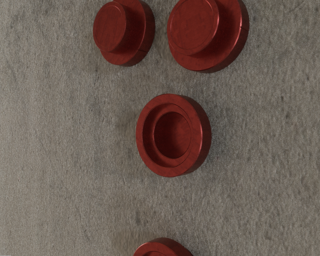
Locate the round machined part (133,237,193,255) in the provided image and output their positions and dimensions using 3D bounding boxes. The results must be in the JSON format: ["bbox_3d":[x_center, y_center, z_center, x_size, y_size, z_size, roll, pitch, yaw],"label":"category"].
[{"bbox_3d":[0.012,0.185,0.382,0.098,0.042,0.097,0,90,39],"label":"round machined part"}]

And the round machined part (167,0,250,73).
[{"bbox_3d":[0.047,-0.114,0.354,0.098,0.042,0.097,0,90,39],"label":"round machined part"}]

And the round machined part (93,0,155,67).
[{"bbox_3d":[-0.057,-0.139,0.439,0.098,0.042,0.097,0,90,39],"label":"round machined part"}]

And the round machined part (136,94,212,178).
[{"bbox_3d":[0.020,0.009,0.375,0.098,0.042,0.097,0,90,39],"label":"round machined part"}]
